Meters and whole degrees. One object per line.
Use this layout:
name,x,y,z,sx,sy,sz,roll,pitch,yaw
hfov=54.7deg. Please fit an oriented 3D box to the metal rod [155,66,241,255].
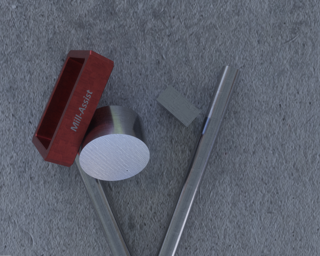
metal rod,0.045,0.063,0.410,0.025,0.025,0.299,20,90,-1

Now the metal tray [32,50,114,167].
metal tray,-0.109,-0.028,0.375,0.030,0.090,0.129,23,90,-34

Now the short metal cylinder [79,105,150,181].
short metal cylinder,-0.056,0.019,0.376,0.081,0.050,0.079,-7,133,-7

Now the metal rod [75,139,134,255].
metal rod,-0.057,0.147,0.409,0.025,0.025,0.299,-22,90,0

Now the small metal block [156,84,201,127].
small metal block,0.022,-0.027,0.398,0.050,0.050,0.025,42,90,-1
